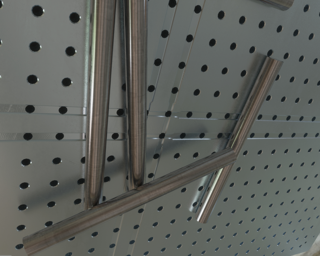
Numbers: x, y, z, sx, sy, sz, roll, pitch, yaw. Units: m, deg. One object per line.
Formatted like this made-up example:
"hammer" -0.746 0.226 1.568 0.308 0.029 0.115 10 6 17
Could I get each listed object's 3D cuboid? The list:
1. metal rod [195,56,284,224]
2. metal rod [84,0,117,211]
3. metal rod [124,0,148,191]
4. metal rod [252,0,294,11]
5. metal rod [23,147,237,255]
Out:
"metal rod" 0.119 0.032 0.498 0.025 0.025 0.298 5 116 -31
"metal rod" -0.074 -0.007 0.367 0.025 0.025 0.298 -6 121 -26
"metal rod" -0.029 -0.022 0.383 0.025 0.025 0.298 -12 124 -22
"metal rod" 0.033 -0.172 0.324 0.303 0.025 0.025 3 117 -30
"metal rod" -0.028 0.093 0.421 0.302 0.025 0.025 -21 127 -16
